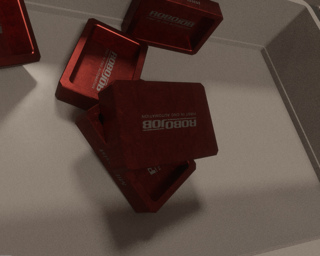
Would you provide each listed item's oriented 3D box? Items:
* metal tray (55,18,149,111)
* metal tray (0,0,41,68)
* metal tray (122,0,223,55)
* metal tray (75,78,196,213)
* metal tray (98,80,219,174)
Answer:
[{"bbox_3d":[-0.072,-0.079,0.412,0.091,0.030,0.130,22,53,-16],"label":"metal tray"},{"bbox_3d":[-0.183,-0.101,0.304,0.131,0.030,0.089,-43,123,-65],"label":"metal tray"},{"bbox_3d":[0.018,-0.163,0.474,0.131,0.090,0.030,5,60,-26],"label":"metal tray"},{"bbox_3d":[-0.022,0.020,0.354,0.091,0.030,0.130,-40,102,-39],"label":"metal tray"},{"bbox_3d":[0.003,-0.004,0.343,0.131,0.030,0.090,-5,80,-39],"label":"metal tray"}]
